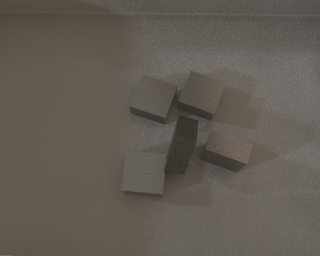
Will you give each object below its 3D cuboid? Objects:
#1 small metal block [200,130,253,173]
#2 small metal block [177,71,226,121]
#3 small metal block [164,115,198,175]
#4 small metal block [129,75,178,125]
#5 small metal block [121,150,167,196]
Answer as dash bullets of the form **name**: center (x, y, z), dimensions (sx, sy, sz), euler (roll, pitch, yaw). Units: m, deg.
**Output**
- **small metal block**: center (0.081, 0.030, 0.386), dimensions (0.050, 0.050, 0.025), euler (20, 71, 7)
- **small metal block**: center (0.057, -0.044, 0.426), dimensions (0.050, 0.025, 0.050), euler (21, 71, 7)
- **small metal block**: center (0.026, 0.020, 0.377), dimensions (0.025, 0.050, 0.050), euler (16, 31, 0)
- **small metal block**: center (-0.008, -0.039, 0.424), dimensions (0.050, 0.025, 0.050), euler (18, 71, 6)
- **small metal block**: center (-0.019, 0.057, 0.388), dimensions (0.050, 0.025, 0.050), euler (5, 70, 2)
